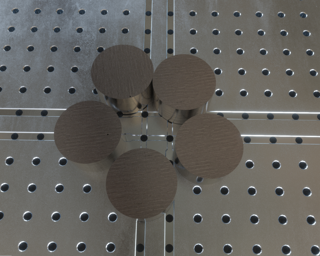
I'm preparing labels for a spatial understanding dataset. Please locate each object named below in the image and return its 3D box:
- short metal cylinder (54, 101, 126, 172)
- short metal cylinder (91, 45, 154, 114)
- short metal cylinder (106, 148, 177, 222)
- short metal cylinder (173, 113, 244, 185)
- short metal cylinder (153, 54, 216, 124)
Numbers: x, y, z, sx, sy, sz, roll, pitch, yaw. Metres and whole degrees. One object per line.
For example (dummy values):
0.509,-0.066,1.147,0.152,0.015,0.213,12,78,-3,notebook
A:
-0.086,0.012,0.393,0.081,0.050,0.080,0,70,0,short metal cylinder
-0.048,-0.065,0.421,0.081,0.050,0.080,0,70,0,short metal cylinder
-0.020,0.069,0.371,0.080,0.050,0.080,0,70,0,short metal cylinder
0.058,0.028,0.388,0.081,0.050,0.080,0,71,0,short metal cylinder
0.031,-0.051,0.416,0.081,0.050,0.080,0,70,0,short metal cylinder
